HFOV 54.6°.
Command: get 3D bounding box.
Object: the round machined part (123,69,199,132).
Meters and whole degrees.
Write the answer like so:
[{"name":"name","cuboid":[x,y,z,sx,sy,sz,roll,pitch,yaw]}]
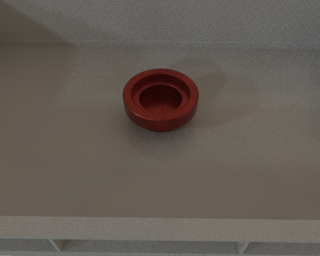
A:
[{"name":"round machined part","cuboid":[0.001,-0.033,0.418,0.099,0.042,0.098,0,50,0]}]
